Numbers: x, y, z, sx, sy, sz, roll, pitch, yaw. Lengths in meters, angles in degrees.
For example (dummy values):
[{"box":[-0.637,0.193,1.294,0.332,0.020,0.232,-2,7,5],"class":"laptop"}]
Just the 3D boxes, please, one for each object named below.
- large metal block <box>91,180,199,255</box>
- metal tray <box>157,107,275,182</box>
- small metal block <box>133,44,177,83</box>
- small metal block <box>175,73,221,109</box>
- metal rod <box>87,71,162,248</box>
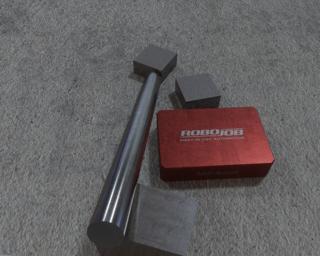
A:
[{"box":[-0.012,0.096,0.287,0.080,0.080,0.050,12,51,9],"class":"large metal block"},{"box":[0.063,0.018,0.386,0.131,0.030,0.090,-2,50,-3],"class":"metal tray"},{"box":[-0.007,-0.103,0.489,0.050,0.025,0.050,24,54,18],"class":"small metal block"},{"box":[0.053,-0.051,0.446,0.050,0.025,0.050,-11,51,-10],"class":"small metal block"},{"box":[-0.023,-0.002,0.336,0.025,0.025,0.301,4,29,3],"class":"metal rod"}]
